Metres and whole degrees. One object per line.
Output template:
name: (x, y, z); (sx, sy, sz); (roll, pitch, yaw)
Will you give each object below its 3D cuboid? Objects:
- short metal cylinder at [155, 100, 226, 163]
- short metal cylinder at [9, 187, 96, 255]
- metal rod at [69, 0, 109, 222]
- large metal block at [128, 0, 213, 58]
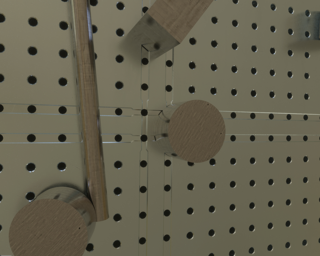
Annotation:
short metal cylinder: (0.039, 0.004, 0.414); (0.081, 0.050, 0.080); (0, 90, -20)
short metal cylinder: (-0.116, 0.111, 0.345); (0.081, 0.050, 0.079); (0, 93, -2)
metal rod: (-0.088, -0.036, 0.379); (0.025, 0.025, 0.298); (-5, 92, -20)
large metal block: (0.014, -0.142, 0.388); (0.050, 0.080, 0.080); (39, 78, -16)
